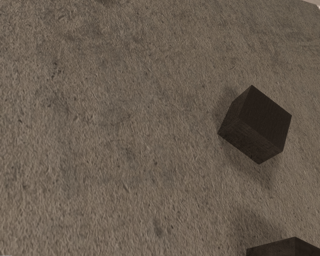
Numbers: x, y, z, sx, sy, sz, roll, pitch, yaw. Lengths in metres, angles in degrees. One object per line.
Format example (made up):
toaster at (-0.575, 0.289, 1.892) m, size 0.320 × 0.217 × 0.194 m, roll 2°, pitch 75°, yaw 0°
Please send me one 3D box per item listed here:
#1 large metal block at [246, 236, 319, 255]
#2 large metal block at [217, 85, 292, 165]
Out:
large metal block at (0.154, 0.170, 0.350) m, size 0.080 × 0.080 × 0.050 m, roll 28°, pitch 52°, yaw -11°
large metal block at (0.145, -0.005, 0.472) m, size 0.080 × 0.050 × 0.080 m, roll 37°, pitch 51°, yaw -4°
